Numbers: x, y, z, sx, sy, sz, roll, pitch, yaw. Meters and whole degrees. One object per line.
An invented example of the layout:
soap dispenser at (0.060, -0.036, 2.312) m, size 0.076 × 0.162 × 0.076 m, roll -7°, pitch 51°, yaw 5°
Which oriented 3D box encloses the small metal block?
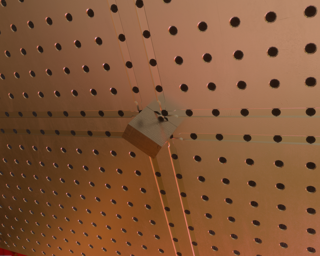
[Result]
small metal block at (-0.013, 0.005, 0.403) m, size 0.050 × 0.050 × 0.025 m, roll 35°, pitch 129°, yaw 5°
